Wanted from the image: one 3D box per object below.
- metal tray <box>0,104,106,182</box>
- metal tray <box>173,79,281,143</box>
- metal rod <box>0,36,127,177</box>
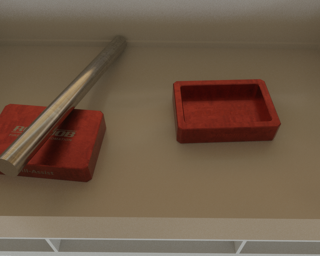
[{"bbox_3d":[-0.142,0.016,0.387,0.131,0.030,0.090,5,50,3],"label":"metal tray"},{"bbox_3d":[0.085,-0.025,0.423,0.131,0.030,0.090,-2,50,-2],"label":"metal tray"},{"bbox_3d":[-0.109,-0.053,0.414,0.025,0.025,0.301,13,41,10],"label":"metal rod"}]
